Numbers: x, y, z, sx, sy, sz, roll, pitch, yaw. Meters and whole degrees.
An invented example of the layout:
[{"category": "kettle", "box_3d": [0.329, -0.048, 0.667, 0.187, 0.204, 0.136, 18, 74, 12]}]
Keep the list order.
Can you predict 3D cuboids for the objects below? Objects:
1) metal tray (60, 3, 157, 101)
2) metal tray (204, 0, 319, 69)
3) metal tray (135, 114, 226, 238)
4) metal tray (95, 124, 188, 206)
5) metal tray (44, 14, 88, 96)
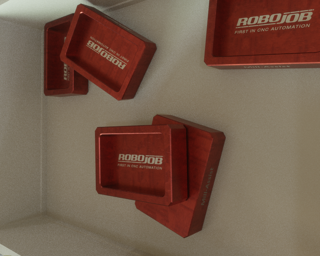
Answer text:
[{"category": "metal tray", "box_3d": [-0.079, -0.109, 0.448, 0.130, 0.030, 0.089, 35, 112, 19]}, {"category": "metal tray", "box_3d": [0.111, -0.107, 0.311, 0.130, 0.030, 0.089, 8, 95, 39]}, {"category": "metal tray", "box_3d": [0.021, 0.056, 0.386, 0.090, 0.030, 0.129, 20, 103, 38]}, {"category": "metal tray", "box_3d": [-0.028, 0.042, 0.386, 0.130, 0.030, 0.089, -2, 89, 40]}, {"category": "metal tray", "box_3d": [-0.164, -0.122, 0.539, 0.090, 0.030, 0.129, 1, 91, 40]}]
